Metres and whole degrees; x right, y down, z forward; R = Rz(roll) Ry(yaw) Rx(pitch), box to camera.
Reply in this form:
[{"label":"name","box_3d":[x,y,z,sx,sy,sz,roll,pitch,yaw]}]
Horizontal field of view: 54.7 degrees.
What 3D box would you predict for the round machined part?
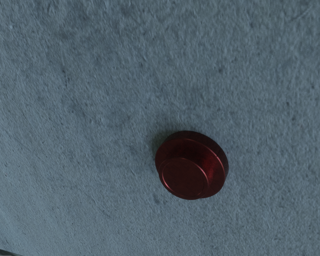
[{"label":"round machined part","box_3d":[0.037,0.056,0.410,0.098,0.042,0.097,13,124,20]}]
